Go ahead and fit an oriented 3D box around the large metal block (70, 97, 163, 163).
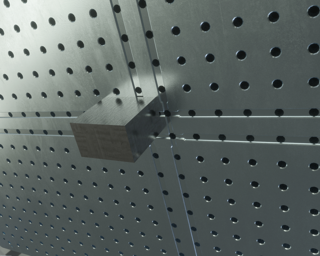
[{"bbox_3d":[-0.054,-0.002,0.404,0.080,0.080,0.050,3,120,27],"label":"large metal block"}]
